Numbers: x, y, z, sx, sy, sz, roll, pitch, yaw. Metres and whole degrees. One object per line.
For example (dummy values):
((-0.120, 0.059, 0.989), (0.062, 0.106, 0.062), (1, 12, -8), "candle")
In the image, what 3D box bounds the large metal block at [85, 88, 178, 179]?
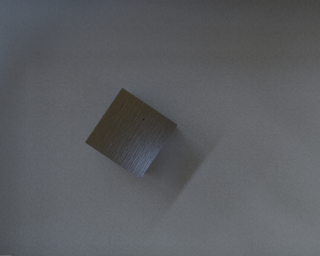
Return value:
((-0.035, 0.007, 0.399), (0.080, 0.050, 0.080), (34, 90, 0), "large metal block")
